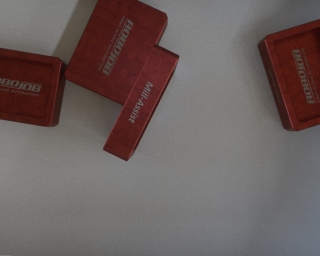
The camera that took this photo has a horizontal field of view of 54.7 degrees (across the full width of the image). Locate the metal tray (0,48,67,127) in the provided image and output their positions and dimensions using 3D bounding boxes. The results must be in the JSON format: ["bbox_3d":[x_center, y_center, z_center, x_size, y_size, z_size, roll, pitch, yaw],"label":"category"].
[{"bbox_3d":[-0.196,-0.055,0.406,0.131,0.030,0.089,9,90,-1],"label":"metal tray"}]

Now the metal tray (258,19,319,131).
[{"bbox_3d":[0.195,-0.069,0.411,0.090,0.030,0.129,-18,90,-1],"label":"metal tray"}]

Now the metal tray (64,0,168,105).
[{"bbox_3d":[-0.056,-0.104,0.408,0.090,0.030,0.129,25,90,-1],"label":"metal tray"}]

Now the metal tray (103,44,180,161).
[{"bbox_3d":[-0.021,-0.028,0.378,0.030,0.090,0.129,26,90,0],"label":"metal tray"}]
